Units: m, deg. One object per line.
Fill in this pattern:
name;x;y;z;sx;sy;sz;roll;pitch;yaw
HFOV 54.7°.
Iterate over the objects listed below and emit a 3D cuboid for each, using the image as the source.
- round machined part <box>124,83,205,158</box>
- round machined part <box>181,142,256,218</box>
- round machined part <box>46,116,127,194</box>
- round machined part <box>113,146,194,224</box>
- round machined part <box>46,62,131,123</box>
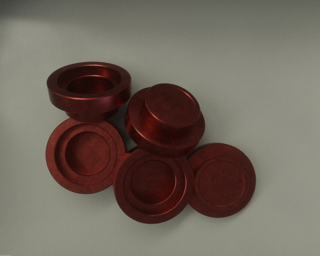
round machined part;0.010;-0.016;0.374;0.099;0.042;0.098;11;49;-13
round machined part;0.076;0.068;0.402;0.099;0.042;0.097;0;90;-1
round machined part;-0.091;0.032;0.399;0.099;0.042;0.097;0;90;-1
round machined part;-0.010;0.066;0.390;0.099;0.042;0.097;-2;96;-13
round machined part;-0.085;-0.043;0.382;0.099;0.098;0.042;3;126;-1
